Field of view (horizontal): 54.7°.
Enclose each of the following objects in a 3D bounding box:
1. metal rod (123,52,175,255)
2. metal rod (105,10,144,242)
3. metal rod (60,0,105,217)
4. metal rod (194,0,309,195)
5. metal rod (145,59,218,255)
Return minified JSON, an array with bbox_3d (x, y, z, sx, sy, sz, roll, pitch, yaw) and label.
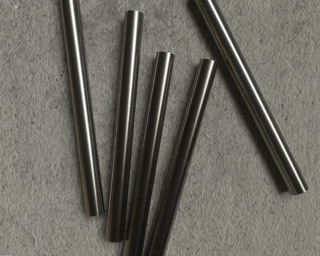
[{"bbox_3d":[-0.017,0.050,0.409,0.025,0.025,0.298,9,90,0],"label":"metal rod"},{"bbox_3d":[-0.047,-0.002,0.409,0.025,0.025,0.298,5,90,0],"label":"metal rod"},{"bbox_3d":[-0.103,-0.035,0.408,0.025,0.025,0.298,-7,90,0],"label":"metal rod"},{"bbox_3d":[0.118,-0.051,0.410,0.025,0.025,0.299,-26,90,0],"label":"metal rod"},{"bbox_3d":[0.025,0.056,0.409,0.025,0.025,0.298,16,90,0],"label":"metal rod"}]
